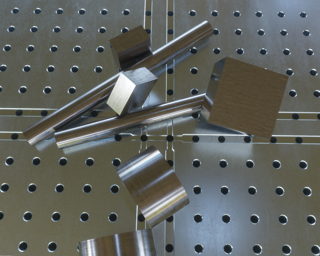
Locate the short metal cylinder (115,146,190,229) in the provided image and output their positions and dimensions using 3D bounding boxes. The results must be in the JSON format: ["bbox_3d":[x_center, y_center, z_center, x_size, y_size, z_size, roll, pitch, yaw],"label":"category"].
[{"bbox_3d":[-0.010,0.067,0.358,0.050,0.080,0.080,-31,73,-11],"label":"short metal cylinder"}]

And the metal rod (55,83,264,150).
[{"bbox_3d":[0.012,-0.023,0.420,0.302,0.025,0.025,-15,71,-6],"label":"metal rod"}]

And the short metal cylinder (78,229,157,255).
[{"bbox_3d":[-0.044,0.141,0.331,0.081,0.080,0.050,-10,71,-4],"label":"short metal cylinder"}]

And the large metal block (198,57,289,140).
[{"bbox_3d":[0.103,-0.036,0.391,0.080,0.050,0.080,16,90,-7],"label":"large metal block"}]

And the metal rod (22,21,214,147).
[{"bbox_3d":[-0.050,-0.068,0.435,0.301,0.025,0.025,-34,74,-12],"label":"metal rod"}]

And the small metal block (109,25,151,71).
[{"bbox_3d":[-0.041,-0.111,0.439,0.050,0.050,0.025,-29,73,-10],"label":"small metal block"}]

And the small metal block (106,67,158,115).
[{"bbox_3d":[-0.036,-0.049,0.405,0.025,0.050,0.050,42,35,14],"label":"small metal block"}]
